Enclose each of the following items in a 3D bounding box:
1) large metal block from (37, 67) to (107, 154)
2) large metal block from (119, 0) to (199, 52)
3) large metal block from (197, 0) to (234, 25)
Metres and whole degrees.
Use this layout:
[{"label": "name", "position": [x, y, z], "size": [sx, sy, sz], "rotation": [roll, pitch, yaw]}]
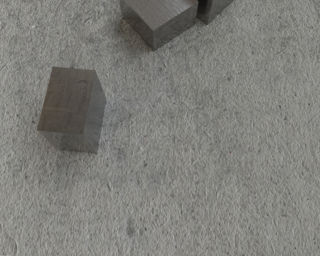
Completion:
[{"label": "large metal block", "position": [-0.104, -0.019, 0.385], "size": [0.050, 0.080, 0.080], "rotation": [5, 70, 2]}, {"label": "large metal block", "position": [-0.002, -0.175, 0.459], "size": [0.080, 0.050, 0.080], "rotation": [-36, 74, -12]}, {"label": "large metal block", "position": [0.082, -0.216, 0.458], "size": [0.050, 0.080, 0.080], "rotation": [41, 75, 13]}]
